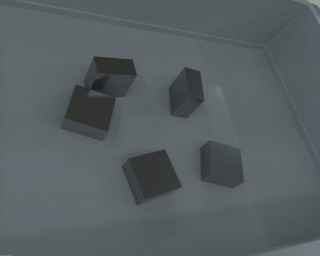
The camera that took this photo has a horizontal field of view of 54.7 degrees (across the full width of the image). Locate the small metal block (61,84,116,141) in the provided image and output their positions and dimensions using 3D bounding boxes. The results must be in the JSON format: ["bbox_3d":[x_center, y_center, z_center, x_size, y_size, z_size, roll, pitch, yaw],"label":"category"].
[{"bbox_3d":[-0.085,-0.018,0.371,0.050,0.025,0.050,19,54,-17],"label":"small metal block"}]

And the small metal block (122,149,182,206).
[{"bbox_3d":[-0.010,0.057,0.365,0.050,0.025,0.050,-12,68,-33],"label":"small metal block"}]

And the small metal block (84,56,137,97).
[{"bbox_3d":[-0.064,-0.063,0.394,0.050,0.050,0.025,-2,63,-29],"label":"small metal block"}]

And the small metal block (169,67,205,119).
[{"bbox_3d":[0.036,-0.049,0.439,0.025,0.050,0.050,11,57,-23],"label":"small metal block"}]

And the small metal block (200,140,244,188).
[{"bbox_3d":[0.083,0.050,0.420,0.050,0.025,0.050,16,55,-19],"label":"small metal block"}]
